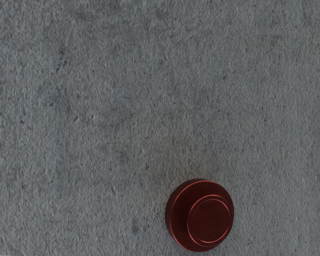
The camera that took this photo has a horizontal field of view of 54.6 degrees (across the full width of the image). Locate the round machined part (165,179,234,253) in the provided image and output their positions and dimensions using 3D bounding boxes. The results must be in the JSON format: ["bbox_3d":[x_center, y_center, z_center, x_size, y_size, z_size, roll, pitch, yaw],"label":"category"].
[{"bbox_3d":[0.060,0.121,0.422,0.099,0.042,0.097,0,90,-20],"label":"round machined part"}]
